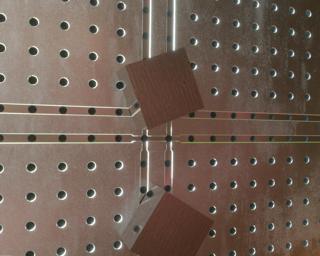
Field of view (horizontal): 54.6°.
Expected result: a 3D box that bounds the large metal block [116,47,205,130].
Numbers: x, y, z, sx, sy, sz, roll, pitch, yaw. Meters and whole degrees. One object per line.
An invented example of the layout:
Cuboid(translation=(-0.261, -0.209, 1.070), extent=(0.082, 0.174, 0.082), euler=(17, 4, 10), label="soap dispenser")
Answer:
Cuboid(translation=(-0.001, -0.049, 0.399), extent=(0.081, 0.050, 0.080), euler=(-22, 97, -19), label="large metal block")

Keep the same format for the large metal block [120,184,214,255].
Cuboid(translation=(0.009, 0.131, 0.403), extent=(0.080, 0.050, 0.080), euler=(35, 79, -17), label="large metal block")
